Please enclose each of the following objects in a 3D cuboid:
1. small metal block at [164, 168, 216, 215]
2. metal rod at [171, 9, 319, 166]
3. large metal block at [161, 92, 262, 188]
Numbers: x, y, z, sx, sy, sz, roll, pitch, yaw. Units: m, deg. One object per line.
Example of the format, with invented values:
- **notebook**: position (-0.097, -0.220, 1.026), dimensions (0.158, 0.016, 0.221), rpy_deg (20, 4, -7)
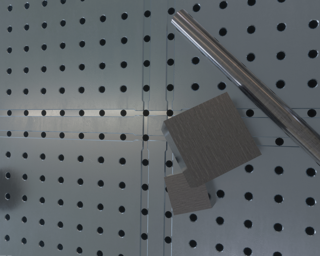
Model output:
- **small metal block**: position (0.038, 0.080, 0.399), dimensions (0.050, 0.025, 0.050), rpy_deg (-17, 85, 19)
- **metal rod**: position (0.123, -0.037, 0.369), dimensions (0.025, 0.025, 0.300), rpy_deg (-46, 76, 14)
- **large metal block**: position (0.056, 0.016, 0.364), dimensions (0.080, 0.050, 0.080), rpy_deg (-25, 81, -8)
